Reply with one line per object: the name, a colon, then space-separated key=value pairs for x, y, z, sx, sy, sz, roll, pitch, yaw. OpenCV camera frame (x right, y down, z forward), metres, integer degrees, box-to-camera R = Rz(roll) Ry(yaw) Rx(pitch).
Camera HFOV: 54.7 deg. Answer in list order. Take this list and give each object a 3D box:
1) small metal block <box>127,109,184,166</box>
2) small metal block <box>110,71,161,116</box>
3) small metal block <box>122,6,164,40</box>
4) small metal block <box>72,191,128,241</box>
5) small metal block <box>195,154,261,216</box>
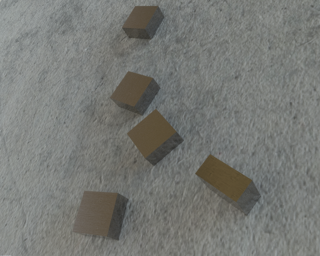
small metal block: x=-0.006 y=0.012 z=0.399 sx=0.050 sy=0.025 sz=0.050 roll=-41 pitch=51 yaw=0
small metal block: x=-0.036 y=-0.051 z=0.453 sx=0.050 sy=0.025 sz=0.050 roll=22 pitch=73 yaw=35
small metal block: x=-0.028 y=-0.180 z=0.528 sx=0.050 sy=0.025 sz=0.050 roll=15 pitch=69 yaw=33
small metal block: x=-0.072 y=0.105 z=0.375 sx=0.050 sy=0.025 sz=0.050 roll=-3 pitch=60 yaw=26
small metal block: x=0.070 y=0.058 z=0.315 sx=0.050 sy=0.050 sz=0.025 roll=32 pitch=80 yaw=37
